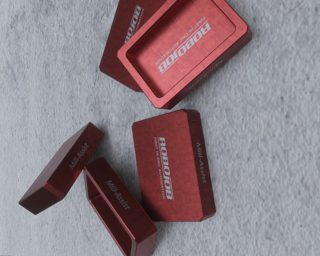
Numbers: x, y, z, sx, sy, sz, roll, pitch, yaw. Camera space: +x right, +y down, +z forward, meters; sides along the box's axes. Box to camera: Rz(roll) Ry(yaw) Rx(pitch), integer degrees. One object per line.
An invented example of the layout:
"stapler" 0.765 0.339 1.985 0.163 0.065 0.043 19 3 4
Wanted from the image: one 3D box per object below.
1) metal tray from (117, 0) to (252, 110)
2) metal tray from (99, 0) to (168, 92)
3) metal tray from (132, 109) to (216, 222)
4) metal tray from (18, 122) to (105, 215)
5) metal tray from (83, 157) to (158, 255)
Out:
"metal tray" 0.024 -0.094 0.352 0.130 0.030 0.090 -41 75 18
"metal tray" -0.029 -0.123 0.423 0.090 0.030 0.129 33 110 35
"metal tray" 0.014 0.048 0.388 0.090 0.030 0.129 -14 81 38
"metal tray" -0.142 0.057 0.456 0.030 0.130 0.090 43 131 -18
"metal tray" -0.058 0.113 0.420 0.130 0.030 0.089 46 147 30
